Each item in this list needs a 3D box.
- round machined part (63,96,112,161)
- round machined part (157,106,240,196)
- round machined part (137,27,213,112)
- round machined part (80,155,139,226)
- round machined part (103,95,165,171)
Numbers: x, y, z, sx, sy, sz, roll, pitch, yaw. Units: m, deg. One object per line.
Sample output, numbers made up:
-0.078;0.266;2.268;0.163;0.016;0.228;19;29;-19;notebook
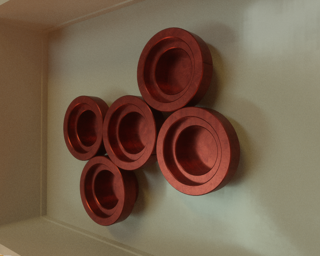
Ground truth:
-0.103;0.000;0.478;0.098;0.042;0.097;0;90;40;round machined part
0.047;0.025;0.354;0.098;0.042;0.097;0;90;40;round machined part
0.022;-0.067;0.375;0.098;0.042;0.097;0;90;40;round machined part
-0.070;0.088;0.449;0.098;0.042;0.097;0;90;40;round machined part
-0.029;0.006;0.415;0.098;0.042;0.097;0;90;40;round machined part
